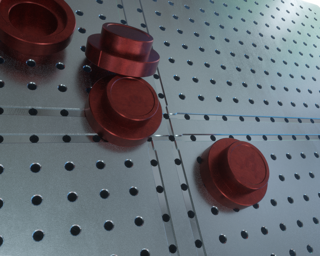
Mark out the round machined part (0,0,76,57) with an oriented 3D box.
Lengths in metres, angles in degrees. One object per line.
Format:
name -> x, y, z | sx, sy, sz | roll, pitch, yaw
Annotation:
round machined part -> -0.160, -0.129, 0.390 | 0.099, 0.042, 0.098 | 13, 56, -21

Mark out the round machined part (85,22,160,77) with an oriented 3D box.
round machined part -> -0.047, -0.108, 0.412 | 0.099, 0.042, 0.098 | 15, 29, -8

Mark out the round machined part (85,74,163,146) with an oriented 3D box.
round machined part -> -0.041, -0.029, 0.393 | 0.099, 0.042, 0.098 | 14, 56, -21

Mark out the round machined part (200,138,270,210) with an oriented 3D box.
round machined part -> 0.107, 0.056, 0.420 | 0.099, 0.042, 0.098 | 13, 56, -21
